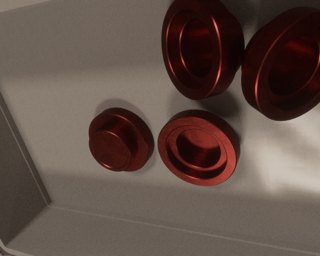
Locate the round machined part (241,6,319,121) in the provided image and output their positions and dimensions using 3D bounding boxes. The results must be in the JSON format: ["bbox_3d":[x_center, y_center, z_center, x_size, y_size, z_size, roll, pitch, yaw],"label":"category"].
[{"bbox_3d":[0.114,-0.059,0.279,0.042,0.099,0.097,-129,33,-50],"label":"round machined part"}]

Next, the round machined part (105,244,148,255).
[{"bbox_3d":[-0.057,0.262,0.590,0.098,0.042,0.097,13,124,20],"label":"round machined part"}]

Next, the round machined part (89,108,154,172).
[{"bbox_3d":[-0.061,0.023,0.443,0.098,0.042,0.097,13,124,20],"label":"round machined part"}]

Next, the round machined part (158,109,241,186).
[{"bbox_3d":[0.050,0.020,0.383,0.098,0.042,0.097,13,124,20],"label":"round machined part"}]

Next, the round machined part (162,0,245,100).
[{"bbox_3d":[0.044,-0.079,0.305,0.098,0.042,0.097,40,138,49],"label":"round machined part"}]
